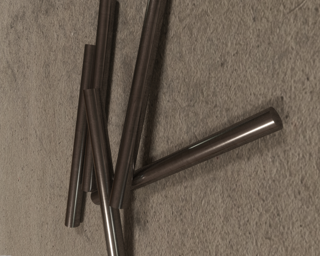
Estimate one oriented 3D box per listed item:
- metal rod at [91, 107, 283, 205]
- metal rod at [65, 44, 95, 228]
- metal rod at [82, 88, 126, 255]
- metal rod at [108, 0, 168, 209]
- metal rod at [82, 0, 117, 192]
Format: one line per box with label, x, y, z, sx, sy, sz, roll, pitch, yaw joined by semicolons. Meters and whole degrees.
metal rod;0.009;0.049;0.395;0.299;0.025;0.025;-29;72;36
metal rod;-0.127;0.016;0.506;0.025;0.025;0.298;14;99;39
metal rod;-0.072;0.095;0.429;0.025;0.025;0.298;-1;99;39
metal rod;-0.027;-0.043;0.406;0.025;0.025;0.298;12;92;39
metal rod;-0.095;-0.049;0.480;0.025;0.025;0.298;11;97;39
